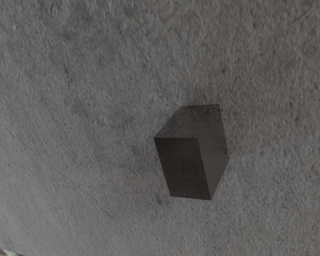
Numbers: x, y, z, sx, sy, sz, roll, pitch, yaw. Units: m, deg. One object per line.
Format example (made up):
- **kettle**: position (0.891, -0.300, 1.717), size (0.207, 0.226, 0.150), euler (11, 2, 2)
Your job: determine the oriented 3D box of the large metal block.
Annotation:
- **large metal block**: position (0.041, 0.026, 0.366), size (0.050, 0.080, 0.080), euler (-1, 118, 29)
